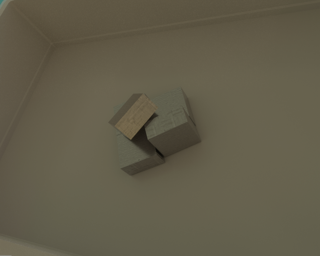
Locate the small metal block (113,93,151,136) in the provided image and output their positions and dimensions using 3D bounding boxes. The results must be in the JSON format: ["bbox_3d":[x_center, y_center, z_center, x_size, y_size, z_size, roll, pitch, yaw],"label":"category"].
[{"bbox_3d":[-0.034,-0.013,0.428,0.050,0.025,0.050,-22,54,14],"label":"small metal block"}]

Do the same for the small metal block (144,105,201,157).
[{"bbox_3d":[0.016,0.005,0.375,0.050,0.050,0.025,-25,53,12],"label":"small metal block"}]

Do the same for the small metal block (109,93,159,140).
[{"bbox_3d":[-0.034,-0.016,0.382,0.050,0.025,0.050,-50,17,-8],"label":"small metal block"}]

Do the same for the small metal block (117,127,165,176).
[{"bbox_3d":[-0.026,0.027,0.399,0.050,0.025,0.050,-22,54,14],"label":"small metal block"}]

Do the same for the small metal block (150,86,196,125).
[{"bbox_3d":[0.014,-0.020,0.407,0.050,0.025,0.050,-22,54,14],"label":"small metal block"}]
